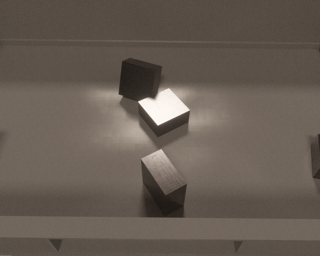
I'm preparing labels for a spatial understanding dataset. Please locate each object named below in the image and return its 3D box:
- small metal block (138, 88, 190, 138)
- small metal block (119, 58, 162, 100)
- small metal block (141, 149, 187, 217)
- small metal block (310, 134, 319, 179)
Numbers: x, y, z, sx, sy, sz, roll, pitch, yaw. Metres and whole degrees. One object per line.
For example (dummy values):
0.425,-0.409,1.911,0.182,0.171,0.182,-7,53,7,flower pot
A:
0.005,-0.022,0.423,0.050,0.025,0.050,-26,55,-21,small metal block
-0.028,-0.068,0.442,0.050,0.050,0.025,18,28,14,small metal block
0.003,0.060,0.338,0.025,0.050,0.050,-25,55,-19,small metal block
0.215,0.039,0.376,0.050,0.025,0.050,11,51,9,small metal block
